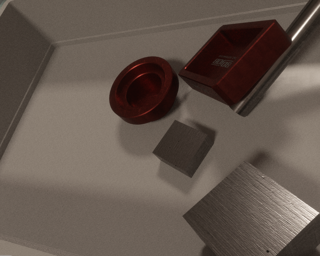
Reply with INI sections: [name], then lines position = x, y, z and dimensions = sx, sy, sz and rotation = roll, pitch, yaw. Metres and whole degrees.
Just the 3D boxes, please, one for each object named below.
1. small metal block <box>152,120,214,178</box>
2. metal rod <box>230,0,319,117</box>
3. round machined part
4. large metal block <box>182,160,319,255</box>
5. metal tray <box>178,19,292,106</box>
[small metal block]
position = 0.028, 0.025, 0.375
dimensions = 0.050, 0.025, 0.050
rotation = 27, 76, 36
[metal rod]
position = 0.170, -0.134, 0.312
dimensions = 0.298, 0.025, 0.025
rotation = -56, 47, 24
[round machined part]
position = -0.018, -0.047, 0.429
dimensions = 0.098, 0.042, 0.098
rotation = -15, 56, 23
[large metal block]
position = 0.082, 0.089, 0.277
dimensions = 0.080, 0.050, 0.080
rotation = -40, 41, -9
[metal tray]
position = 0.078, -0.080, 0.362
dimensions = 0.090, 0.030, 0.130
rotation = -47, 20, 3
